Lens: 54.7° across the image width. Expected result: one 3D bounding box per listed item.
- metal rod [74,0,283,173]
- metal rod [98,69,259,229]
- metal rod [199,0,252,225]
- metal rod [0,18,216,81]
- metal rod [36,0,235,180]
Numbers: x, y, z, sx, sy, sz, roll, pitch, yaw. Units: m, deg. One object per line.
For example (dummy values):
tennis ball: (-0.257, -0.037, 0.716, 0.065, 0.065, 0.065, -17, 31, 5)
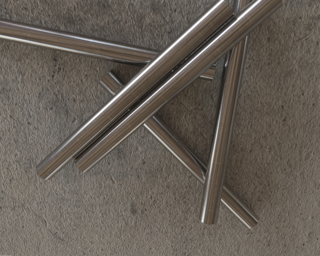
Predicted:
metal rod: (0.010, -0.046, 0.364, 0.300, 0.025, 0.025, -40, 106, 14)
metal rod: (0.035, 0.037, 0.424, 0.025, 0.025, 0.300, -41, 106, 13)
metal rod: (0.082, -0.018, 0.387, 0.025, 0.025, 0.298, 6, 104, -3)
metal rod: (-0.082, -0.097, 0.372, 0.302, 0.025, 0.025, 10, 110, -5)
metal rod: (-0.039, -0.037, 0.367, 0.300, 0.025, 0.025, -40, 106, 13)
